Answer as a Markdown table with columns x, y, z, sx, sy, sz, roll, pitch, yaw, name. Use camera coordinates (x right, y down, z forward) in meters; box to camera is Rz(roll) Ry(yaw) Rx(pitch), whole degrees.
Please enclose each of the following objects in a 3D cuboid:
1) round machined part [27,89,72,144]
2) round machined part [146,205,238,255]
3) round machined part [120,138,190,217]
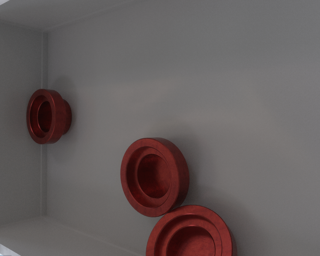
| x | y | z | sx | sy | sz | roll | pitch | yaw | name |
| --- | --- | --- | --- | --- | --- | --- | --- | --- | --- |
| -0.196 | -0.020 | 0.558 | 0.098 | 0.042 | 0.097 | 0 | 90 | 40 | round machined part |
| 0.037 | 0.140 | 0.345 | 0.098 | 0.042 | 0.098 | -15 | 49 | 19 | round machined part |
| -0.002 | 0.061 | 0.398 | 0.098 | 0.042 | 0.097 | 0 | 90 | 40 | round machined part |
